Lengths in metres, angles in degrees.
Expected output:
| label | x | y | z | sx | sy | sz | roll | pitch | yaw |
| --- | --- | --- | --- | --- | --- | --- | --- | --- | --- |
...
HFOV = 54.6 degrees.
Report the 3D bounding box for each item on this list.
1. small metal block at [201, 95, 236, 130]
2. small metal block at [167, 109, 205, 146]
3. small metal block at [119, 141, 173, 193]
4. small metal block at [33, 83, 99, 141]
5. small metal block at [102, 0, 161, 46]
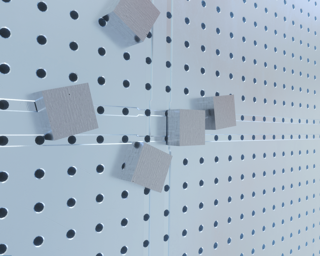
| label | x | y | z | sx | sy | sz | roll | pitch | yaw |
| --- | --- | --- | --- | --- | --- | --- | --- | --- | --- |
| small metal block | 0.092 | -0.025 | 0.485 | 0.050 | 0.025 | 0.050 | -9 | 96 | -39 |
| small metal block | 0.038 | -0.001 | 0.439 | 0.050 | 0.025 | 0.050 | 0 | 90 | -40 |
| small metal block | -0.017 | 0.050 | 0.394 | 0.050 | 0.025 | 0.050 | 29 | 72 | -36 |
| small metal block | -0.098 | -0.018 | 0.326 | 0.050 | 0.025 | 0.050 | -18 | 102 | -38 |
| small metal block | -0.034 | -0.139 | 0.379 | 0.050 | 0.025 | 0.050 | 40 | 66 | -33 |
